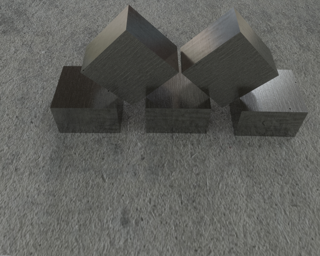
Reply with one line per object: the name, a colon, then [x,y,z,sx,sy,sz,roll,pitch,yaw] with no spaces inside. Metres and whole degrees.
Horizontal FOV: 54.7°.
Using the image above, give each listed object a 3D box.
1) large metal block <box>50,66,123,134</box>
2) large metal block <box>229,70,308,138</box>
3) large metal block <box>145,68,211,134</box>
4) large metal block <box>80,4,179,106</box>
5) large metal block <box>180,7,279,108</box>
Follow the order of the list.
large metal block: [-0.093,-0.039,0.420,0.081,0.050,0.080,0,50,0]
large metal block: [0.140,-0.034,0.420,0.081,0.050,0.080,1,50,0]
large metal block: [0.023,-0.038,0.421,0.081,0.050,0.080,1,50,0]
large metal block: [-0.035,-0.083,0.374,0.080,0.080,0.050,32,40,-34]
large metal block: [0.082,-0.082,0.377,0.080,0.080,0.050,-32,40,33]
